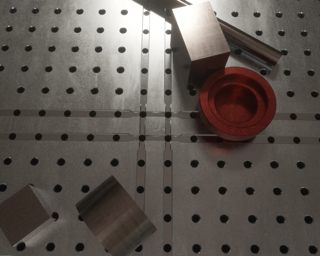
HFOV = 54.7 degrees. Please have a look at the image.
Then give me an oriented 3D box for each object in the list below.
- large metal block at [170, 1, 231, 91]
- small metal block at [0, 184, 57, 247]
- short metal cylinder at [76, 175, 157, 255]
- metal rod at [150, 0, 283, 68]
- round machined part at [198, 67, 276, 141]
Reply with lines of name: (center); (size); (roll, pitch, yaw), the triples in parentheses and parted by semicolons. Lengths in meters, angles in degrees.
large metal block: (0.051, -0.109, 0.423); (0.050, 0.080, 0.080); (-15, 71, -6)
small metal block: (-0.162, 0.105, 0.372); (0.050, 0.025, 0.050); (-37, 74, -13)
short metal cylinder: (-0.048, 0.099, 0.346); (0.050, 0.080, 0.080); (-39, 75, -13)
metal rod: (0.047, -0.177, 0.477); (0.301, 0.025, 0.025); (33, 73, 11)
round machined part: (0.099, -0.029, 0.414); (0.099, 0.042, 0.098); (0, 71, -1)
